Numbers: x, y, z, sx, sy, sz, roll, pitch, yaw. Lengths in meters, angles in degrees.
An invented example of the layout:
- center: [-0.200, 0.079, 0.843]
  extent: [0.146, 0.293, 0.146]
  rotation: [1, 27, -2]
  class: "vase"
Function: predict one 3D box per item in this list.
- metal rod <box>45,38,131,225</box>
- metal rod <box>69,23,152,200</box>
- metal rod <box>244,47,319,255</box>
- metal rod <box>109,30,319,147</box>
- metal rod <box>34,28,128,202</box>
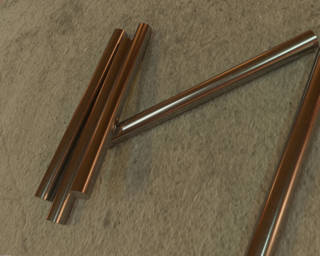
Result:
- center: [-0.094, -0.010, 0.457]
  extent: [0.025, 0.025, 0.300]
  rotation: [3, 63, 29]
  class: "metal rod"
- center: [-0.059, -0.044, 0.434]
  extent: [0.025, 0.025, 0.300]
  rotation: [-4, 52, 26]
  class: "metal rod"
- center: [0.130, 0.040, 0.310]
  extent: [0.025, 0.025, 0.300]
  rotation: [15, 69, 34]
  class: "metal rod"
- center: [0.051, -0.044, 0.402]
  extent: [0.301, 0.025, 0.025]
  rotation: [-25, 53, 12]
  class: "metal rod"
- center: [-0.115, -0.033, 0.482]
  extent: [0.025, 0.025, 0.300]
  rotation: [6, 64, 30]
  class: "metal rod"
